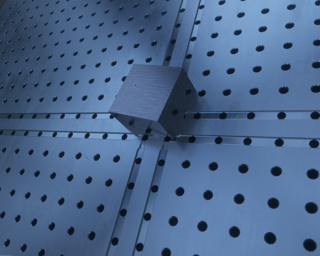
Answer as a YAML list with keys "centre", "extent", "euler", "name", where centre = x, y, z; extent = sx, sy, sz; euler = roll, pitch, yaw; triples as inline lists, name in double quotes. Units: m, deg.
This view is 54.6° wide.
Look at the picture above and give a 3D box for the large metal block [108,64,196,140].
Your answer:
- centre: [-0.009, -0.038, 0.421]
  extent: [0.080, 0.050, 0.080]
  euler: [12, 68, 33]
  name: "large metal block"
